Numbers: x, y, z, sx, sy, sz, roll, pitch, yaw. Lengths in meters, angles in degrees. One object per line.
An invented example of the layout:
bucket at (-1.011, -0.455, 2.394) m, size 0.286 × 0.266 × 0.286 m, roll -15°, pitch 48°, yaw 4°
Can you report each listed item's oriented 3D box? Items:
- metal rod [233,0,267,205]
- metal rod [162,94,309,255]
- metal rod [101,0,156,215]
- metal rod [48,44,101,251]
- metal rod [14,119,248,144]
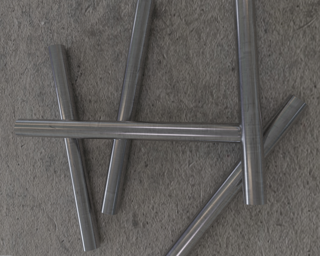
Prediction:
metal rod at (0.101, -0.066, 0.356) m, size 0.025 × 0.025 × 0.298 m, roll -4°, pitch 83°, yaw 20°
metal rod at (0.074, 0.088, 0.382) m, size 0.025 × 0.025 × 0.299 m, roll 38°, pitch 102°, yaw 16°
metal rod at (-0.044, -0.030, 0.424) m, size 0.025 × 0.025 × 0.298 m, roll 11°, pitch 94°, yaw 19°
metal rod at (-0.126, 0.025, 0.453) m, size 0.025 × 0.025 × 0.298 m, roll -12°, pitch 86°, yaw 19°
metal rod at (-0.043, 0.003, 0.398) m, size 0.301 × 0.025 × 0.025 m, roll 1°, pitch 91°, yaw 10°
